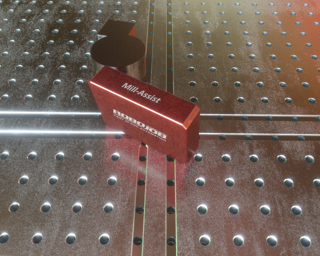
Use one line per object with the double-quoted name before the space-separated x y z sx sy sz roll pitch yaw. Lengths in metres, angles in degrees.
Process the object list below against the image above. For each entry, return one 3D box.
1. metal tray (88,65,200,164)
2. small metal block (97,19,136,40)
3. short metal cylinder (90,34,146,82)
"metal tray" -0.017 -0.015 0.375 0.130 0.090 0.030 26 63 20
"small metal block" -0.075 -0.164 0.544 0.050 0.025 0.050 13 51 10
"short metal cylinder" -0.062 -0.099 0.474 0.081 0.050 0.080 0 50 0
